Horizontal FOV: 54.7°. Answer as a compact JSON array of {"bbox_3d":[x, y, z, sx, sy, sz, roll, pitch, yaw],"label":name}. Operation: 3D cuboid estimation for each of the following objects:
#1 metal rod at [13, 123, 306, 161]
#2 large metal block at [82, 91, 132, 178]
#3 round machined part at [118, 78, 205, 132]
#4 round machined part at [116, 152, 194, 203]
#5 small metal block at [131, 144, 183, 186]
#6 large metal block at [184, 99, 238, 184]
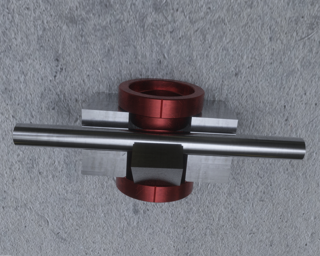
[{"bbox_3d":[0.001,0.015,0.331,0.302,0.025,0.025,3,110,-2],"label":"metal rod"},{"bbox_3d":[-0.062,0.005,0.383,0.050,0.080,0.079,4,110,-2],"label":"large metal block"},{"bbox_3d":[0.001,-0.027,0.362,0.099,0.098,0.042,4,111,-2],"label":"round machined part"},{"bbox_3d":[-0.005,0.051,0.391,0.099,0.098,0.042,4,105,-2],"label":"round machined part"},{"bbox_3d":[-0.002,0.040,0.326,0.050,0.025,0.050,2,151,1],"label":"small metal block"},{"bbox_3d":[0.057,0.013,0.387,0.050,0.080,0.079,4,110,-1],"label":"large metal block"}]
